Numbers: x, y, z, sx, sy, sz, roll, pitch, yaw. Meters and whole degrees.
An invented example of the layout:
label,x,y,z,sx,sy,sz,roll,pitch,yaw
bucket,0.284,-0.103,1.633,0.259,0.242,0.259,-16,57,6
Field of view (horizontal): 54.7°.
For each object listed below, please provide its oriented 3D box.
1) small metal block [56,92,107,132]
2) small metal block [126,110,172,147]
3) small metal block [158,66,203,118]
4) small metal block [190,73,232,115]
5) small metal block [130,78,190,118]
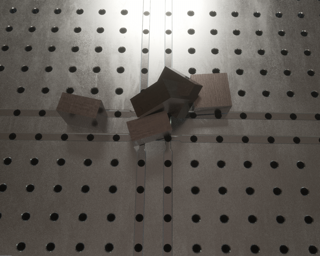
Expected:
label,x,y,z,sx,sy,sz,roll,pitch,yaw
small metal block,-0.100,-0.020,0.405,0.050,0.050,0.025,12,71,4
small metal block,-0.014,0.002,0.396,0.050,0.050,0.025,-16,80,-6
small metal block,0.020,-0.047,0.411,0.050,0.025,0.050,36,108,24
small metal block,0.069,-0.047,0.430,0.050,0.025,0.050,-4,70,-2
small metal block,0.001,-0.035,0.379,0.050,0.050,0.025,-29,77,28
